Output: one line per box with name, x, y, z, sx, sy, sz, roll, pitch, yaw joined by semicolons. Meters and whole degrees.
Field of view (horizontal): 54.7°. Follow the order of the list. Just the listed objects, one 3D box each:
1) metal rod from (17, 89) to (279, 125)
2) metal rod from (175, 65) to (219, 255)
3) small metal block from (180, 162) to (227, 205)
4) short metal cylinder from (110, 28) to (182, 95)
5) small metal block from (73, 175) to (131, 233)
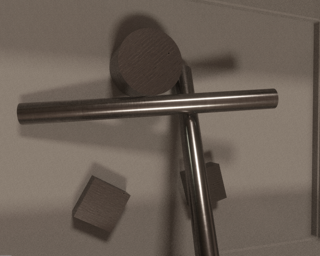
metal rod;-0.009;-0.026;0.369;0.302;0.025;0.025;-4;92;-6
metal rod;0.043;0.056;0.362;0.025;0.025;0.299;5;63;-20
small metal block;0.061;0.080;0.434;0.050;0.025;0.050;-15;96;-20
short metal cylinder;-0.019;-0.079;0.391;0.081;0.050;0.079;0;90;-21
small metal block;-0.073;0.094;0.385;0.050;0.025;0.050;31;80;-18
